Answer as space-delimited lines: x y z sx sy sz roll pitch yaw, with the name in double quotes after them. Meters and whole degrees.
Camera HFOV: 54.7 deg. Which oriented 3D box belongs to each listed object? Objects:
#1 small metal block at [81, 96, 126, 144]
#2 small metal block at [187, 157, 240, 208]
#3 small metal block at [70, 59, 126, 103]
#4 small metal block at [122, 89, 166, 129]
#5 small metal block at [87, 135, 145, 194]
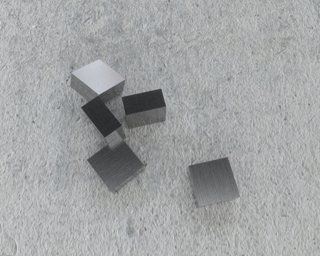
-0.071 -0.006 0.396 0.025 0.050 0.050 -37 75 -12 "small metal block"
0.065 0.068 0.384 0.050 0.025 0.050 -12 71 -5 "small metal block"
-0.084 -0.061 0.419 0.050 0.025 0.050 38 49 14 "small metal block"
-0.020 -0.024 0.403 0.050 0.050 0.025 -13 71 -5 "small metal block"
-0.054 0.047 0.391 0.050 0.025 0.050 -38 74 -13 "small metal block"
